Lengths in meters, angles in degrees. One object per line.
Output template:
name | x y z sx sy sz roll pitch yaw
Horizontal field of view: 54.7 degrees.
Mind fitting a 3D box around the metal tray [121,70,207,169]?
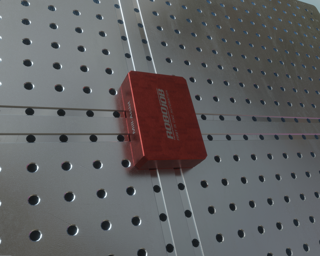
metal tray | 0.004 -0.012 0.415 0.091 0.030 0.130 2 61 -28
